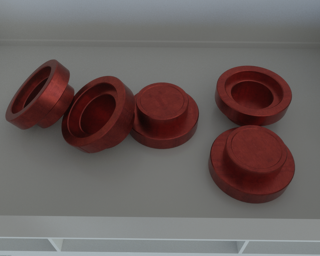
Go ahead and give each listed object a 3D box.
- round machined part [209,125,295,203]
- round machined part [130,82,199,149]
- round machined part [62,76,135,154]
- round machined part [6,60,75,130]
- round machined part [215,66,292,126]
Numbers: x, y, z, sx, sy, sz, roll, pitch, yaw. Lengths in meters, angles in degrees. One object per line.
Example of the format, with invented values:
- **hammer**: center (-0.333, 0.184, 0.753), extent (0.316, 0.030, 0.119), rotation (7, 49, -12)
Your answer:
- **round machined part**: center (0.109, 0.035, 0.365), extent (0.099, 0.042, 0.098), rotation (0, 50, 0)
- **round machined part**: center (0.003, -0.023, 0.414), extent (0.099, 0.042, 0.098), rotation (0, 50, 0)
- **round machined part**: center (-0.071, -0.013, 0.386), extent (0.098, 0.042, 0.098), rotation (-17, 54, 25)
- **round machined part**: center (-0.151, -0.039, 0.405), extent (0.098, 0.042, 0.098), rotation (-27, 42, 27)
- **round machined part**: center (0.125, -0.039, 0.427), extent (0.099, 0.042, 0.098), rotation (0, 50, 0)
